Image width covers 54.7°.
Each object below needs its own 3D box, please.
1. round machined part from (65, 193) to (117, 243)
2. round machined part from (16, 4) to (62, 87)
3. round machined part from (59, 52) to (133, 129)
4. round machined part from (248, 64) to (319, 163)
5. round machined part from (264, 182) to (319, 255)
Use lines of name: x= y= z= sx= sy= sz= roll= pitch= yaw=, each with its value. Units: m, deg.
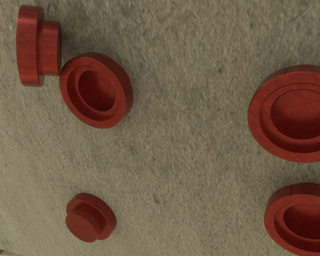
round machined part: x=-0.133 y=0.171 z=0.569 sx=0.098 sy=0.042 sz=0.097 roll=13 pitch=124 yaw=20
round machined part: x=-0.146 y=-0.100 z=0.386 sx=0.042 sy=0.098 sz=0.097 roll=1 pitch=127 yaw=-15
round machined part: x=-0.078 y=-0.051 z=0.403 sx=0.098 sy=0.042 sz=0.097 roll=13 pitch=124 yaw=20
round machined part: x=0.142 y=-0.017 z=0.310 sx=0.098 sy=0.042 sz=0.097 roll=13 pitch=124 yaw=20
round machined part: x=0.177 y=0.104 z=0.367 sx=0.098 sy=0.042 sz=0.097 roll=13 pitch=124 yaw=20
